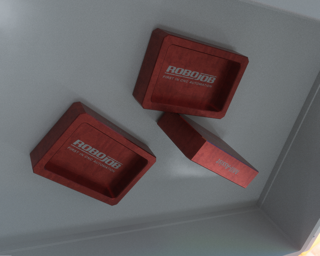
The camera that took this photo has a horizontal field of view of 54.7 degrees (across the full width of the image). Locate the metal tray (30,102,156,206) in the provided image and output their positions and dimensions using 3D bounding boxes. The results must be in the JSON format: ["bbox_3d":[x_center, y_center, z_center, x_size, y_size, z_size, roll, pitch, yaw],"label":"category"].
[{"bbox_3d":[-0.078,0.037,0.386,0.090,0.030,0.130,-48,129,6],"label":"metal tray"}]

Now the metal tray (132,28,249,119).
[{"bbox_3d":[0.040,-0.063,0.390,0.131,0.030,0.089,6,115,-32],"label":"metal tray"}]

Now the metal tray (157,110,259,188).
[{"bbox_3d":[0.066,0.027,0.421,0.131,0.090,0.030,30,102,-38],"label":"metal tray"}]
